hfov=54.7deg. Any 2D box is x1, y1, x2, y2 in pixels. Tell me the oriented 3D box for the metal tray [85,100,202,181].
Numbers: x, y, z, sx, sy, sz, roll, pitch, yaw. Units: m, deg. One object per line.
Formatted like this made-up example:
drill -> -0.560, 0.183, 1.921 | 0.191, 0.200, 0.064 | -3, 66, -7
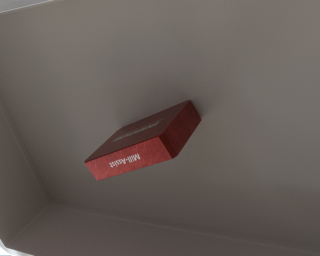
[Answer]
metal tray -> -0.022, 0.016, 0.386 | 0.130, 0.090, 0.030 | -21, 107, 35
